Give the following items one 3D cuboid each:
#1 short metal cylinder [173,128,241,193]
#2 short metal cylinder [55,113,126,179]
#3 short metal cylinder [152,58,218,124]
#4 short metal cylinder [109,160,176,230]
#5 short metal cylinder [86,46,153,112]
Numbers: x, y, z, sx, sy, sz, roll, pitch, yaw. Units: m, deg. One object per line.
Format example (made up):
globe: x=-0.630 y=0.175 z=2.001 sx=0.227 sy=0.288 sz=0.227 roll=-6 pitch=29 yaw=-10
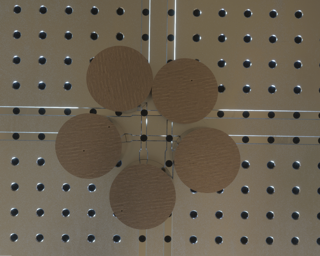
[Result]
short metal cylinder: x=0.057 y=0.039 z=0.400 sx=0.081 sy=0.050 sz=0.079 roll=0 pitch=91 yaw=-1
short metal cylinder: x=-0.086 y=0.022 z=0.400 sx=0.081 sy=0.050 sz=0.079 roll=0 pitch=90 yaw=0
short metal cylinder: x=0.030 y=-0.045 z=0.400 sx=0.081 sy=0.050 sz=0.079 roll=0 pitch=90 yaw=0
short metal cylinder: x=-0.021 y=0.083 z=0.399 sx=0.081 sy=0.050 sz=0.080 roll=0 pitch=90 yaw=0
short metal cylinder: x=-0.049 y=-0.060 z=0.400 sx=0.081 sy=0.050 sz=0.079 roll=0 pitch=90 yaw=-1
